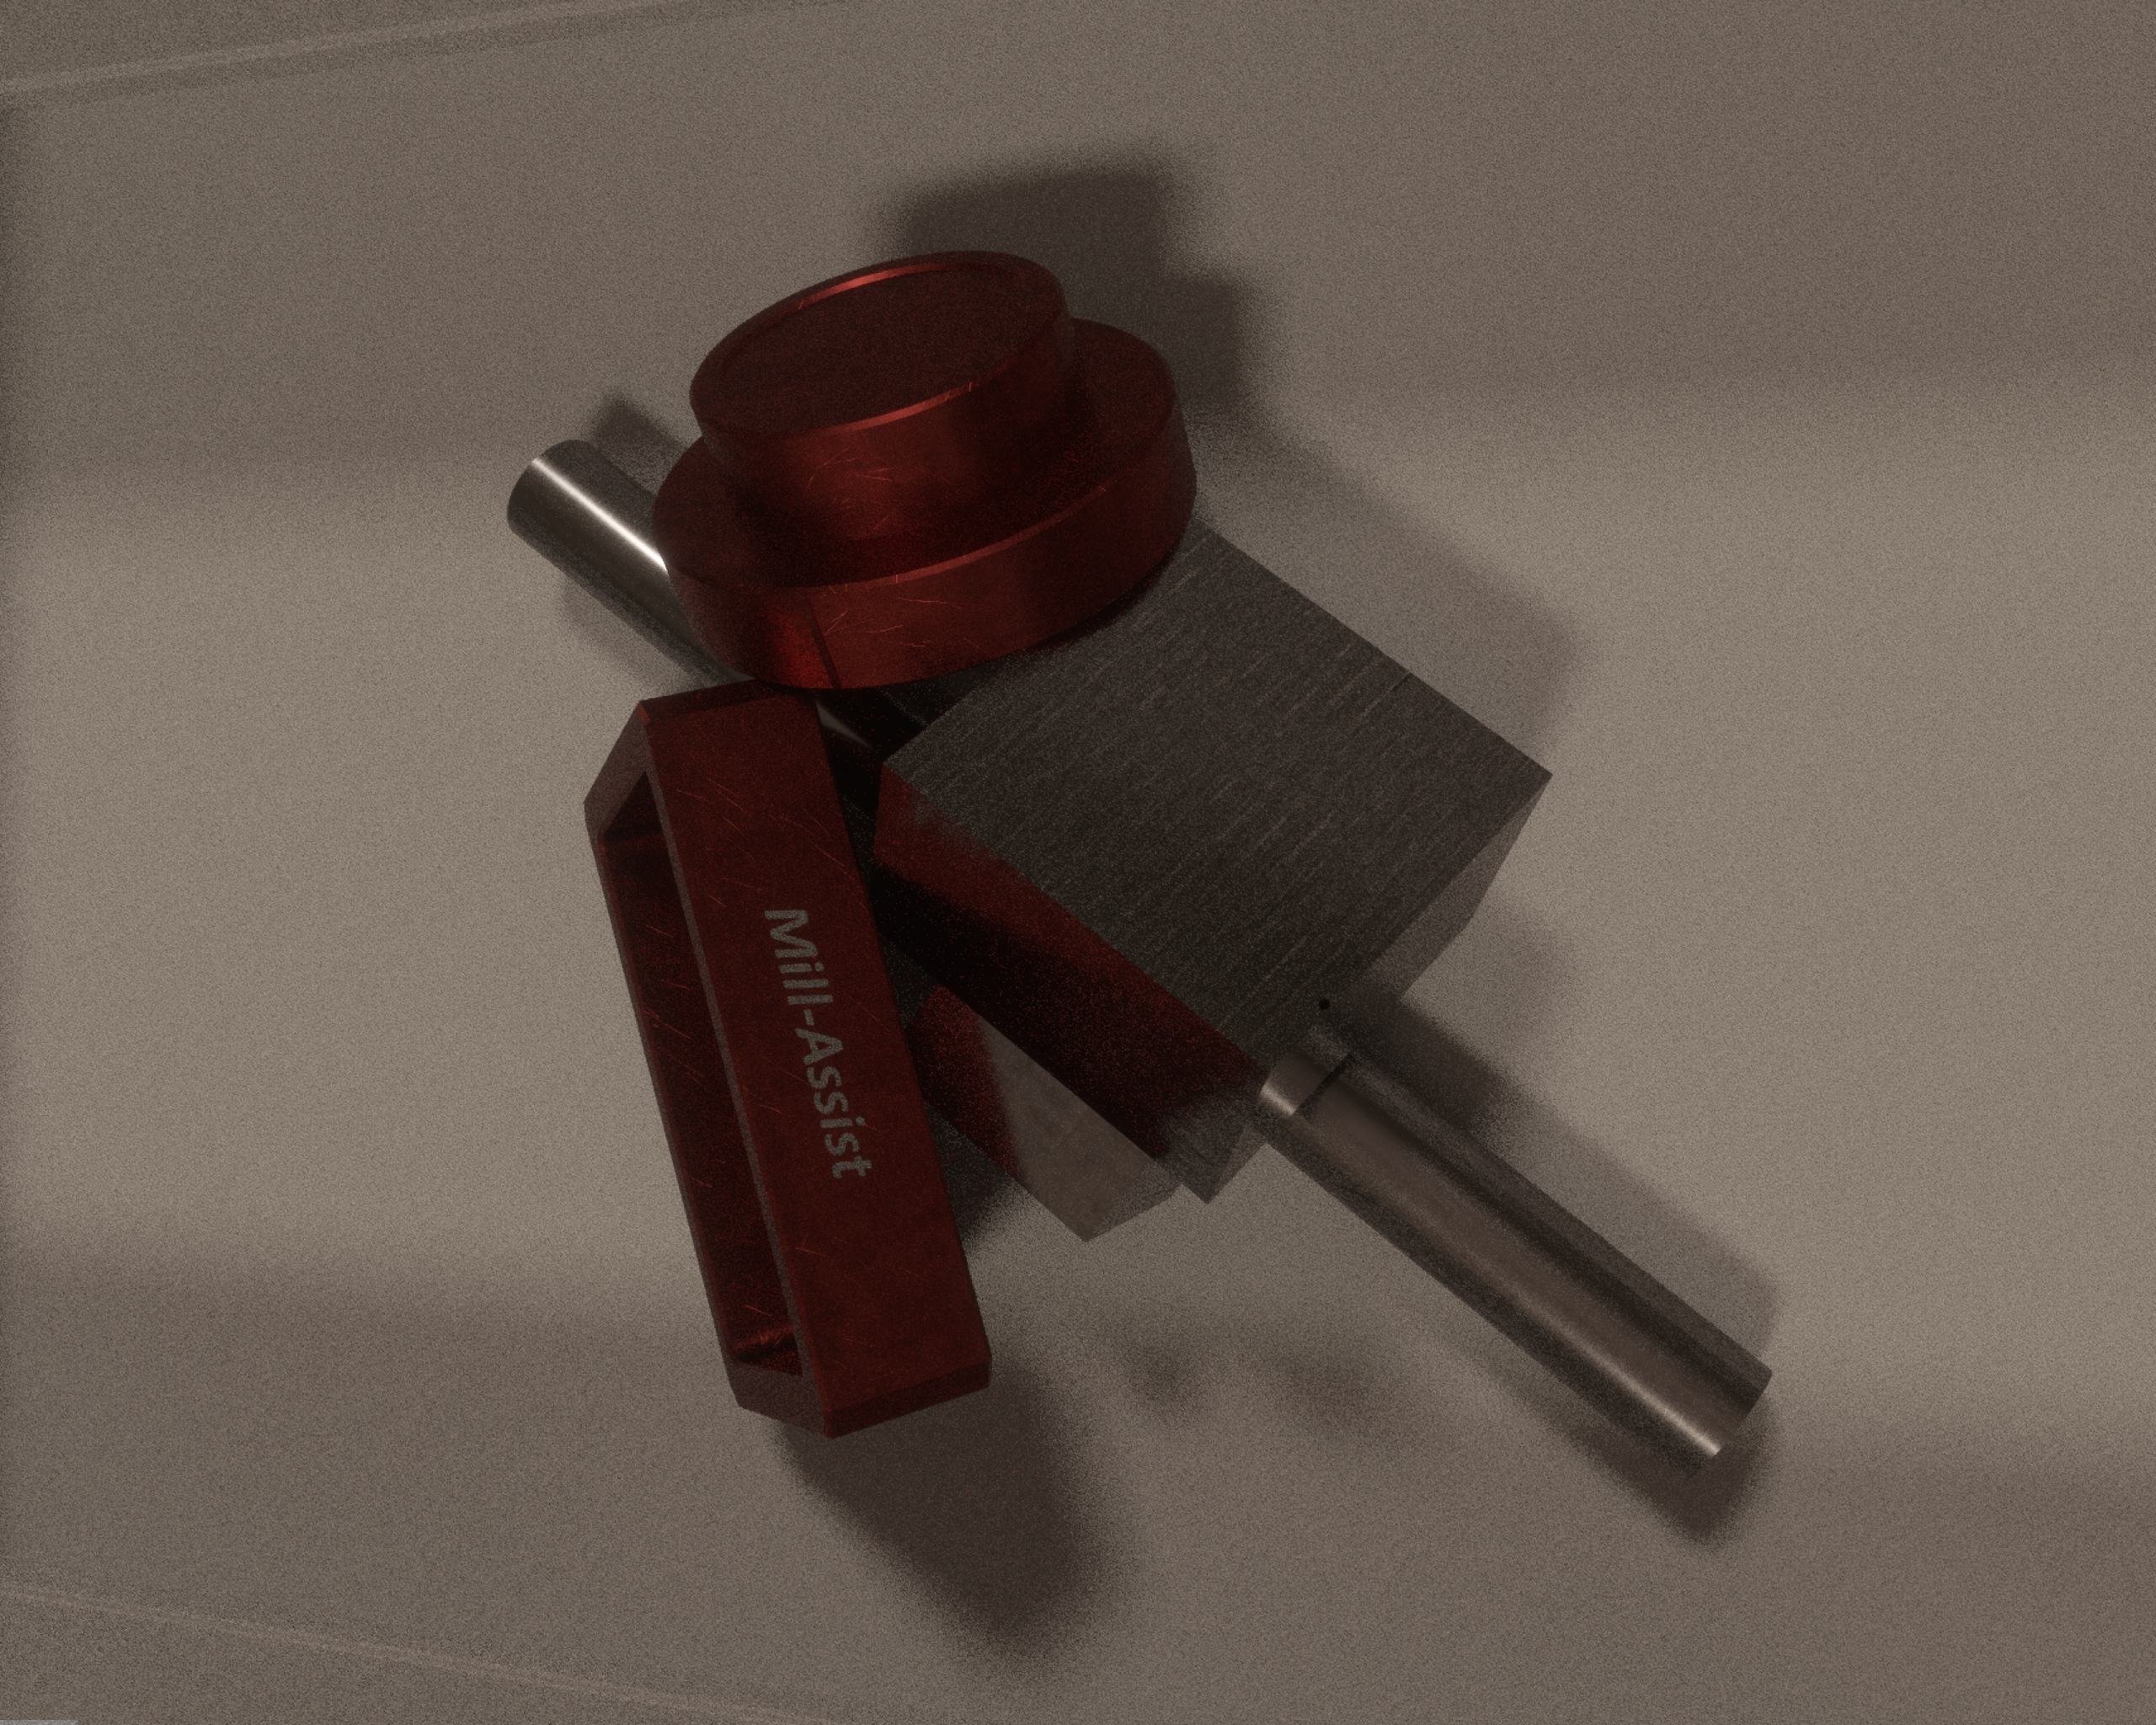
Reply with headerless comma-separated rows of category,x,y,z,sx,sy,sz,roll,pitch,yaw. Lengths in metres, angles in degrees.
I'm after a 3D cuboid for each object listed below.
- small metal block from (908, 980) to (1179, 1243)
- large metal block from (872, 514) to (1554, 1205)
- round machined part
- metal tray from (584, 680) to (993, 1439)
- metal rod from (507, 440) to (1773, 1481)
small metal block,-0.002,0.042,0.395,0.050,0.050,0.025,40,103,15
large metal block,0.021,-0.002,0.366,0.080,0.050,0.080,39,59,15
round machined part,-0.031,-0.077,0.378,0.098,0.098,0.042,-2,130,19
metal tray,-0.059,0.038,0.396,0.030,0.090,0.129,-13,84,-22
metal rod,0.001,0.010,0.408,0.300,0.025,0.025,38,102,15
